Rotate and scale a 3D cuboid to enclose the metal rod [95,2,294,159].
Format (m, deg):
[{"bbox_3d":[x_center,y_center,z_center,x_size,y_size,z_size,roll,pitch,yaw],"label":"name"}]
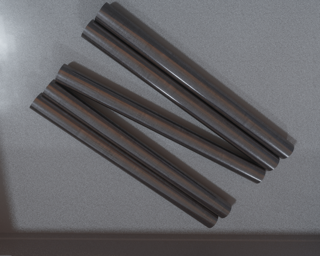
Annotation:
[{"bbox_3d":[0.052,-0.052,0.391,0.301,0.025,0.025,35,106,-12],"label":"metal rod"}]

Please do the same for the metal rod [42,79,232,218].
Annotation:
[{"bbox_3d":[-0.022,0.035,0.423,0.301,0.025,0.025,36,106,-13],"label":"metal rod"}]

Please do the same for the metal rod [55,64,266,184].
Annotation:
[{"bbox_3d":[0.008,-0.001,0.410,0.301,0.025,0.025,27,108,-10],"label":"metal rod"}]

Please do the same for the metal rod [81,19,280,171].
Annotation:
[{"bbox_3d":[0.035,-0.034,0.397,0.301,0.025,0.025,35,106,-12],"label":"metal rod"}]

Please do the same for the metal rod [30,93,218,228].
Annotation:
[{"bbox_3d":[-0.040,0.051,0.428,0.301,0.025,0.025,36,106,-13],"label":"metal rod"}]
